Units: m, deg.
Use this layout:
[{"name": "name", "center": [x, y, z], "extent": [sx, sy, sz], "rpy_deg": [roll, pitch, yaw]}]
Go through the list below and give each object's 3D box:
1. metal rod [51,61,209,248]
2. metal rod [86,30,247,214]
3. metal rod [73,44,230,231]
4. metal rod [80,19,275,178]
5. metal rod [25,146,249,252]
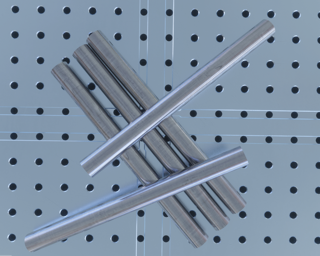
[{"name": "metal rod", "center": [-0.040, 0.036, 0.413], "extent": [0.025, 0.025, 0.300], "rpy_deg": [-39, 91, 0]}, {"name": "metal rod", "center": [0.009, -0.008, 0.413], "extent": [0.025, 0.025, 0.300], "rpy_deg": [-40, 91, 0]}, {"name": "metal rod", "center": [-0.011, 0.013, 0.413], "extent": [0.025, 0.025, 0.300], "rpy_deg": [-39, 91, 0]}, {"name": "metal rod", "center": [0.028, -0.043, 0.393], "extent": [0.301, 0.025, 0.025], "rpy_deg": [-38, 90, -8]}, {"name": "metal rod", "center": [-0.035, 0.093, 0.392], "extent": [0.301, 0.025, 0.025], "rpy_deg": [-24, 90, 8]}]
